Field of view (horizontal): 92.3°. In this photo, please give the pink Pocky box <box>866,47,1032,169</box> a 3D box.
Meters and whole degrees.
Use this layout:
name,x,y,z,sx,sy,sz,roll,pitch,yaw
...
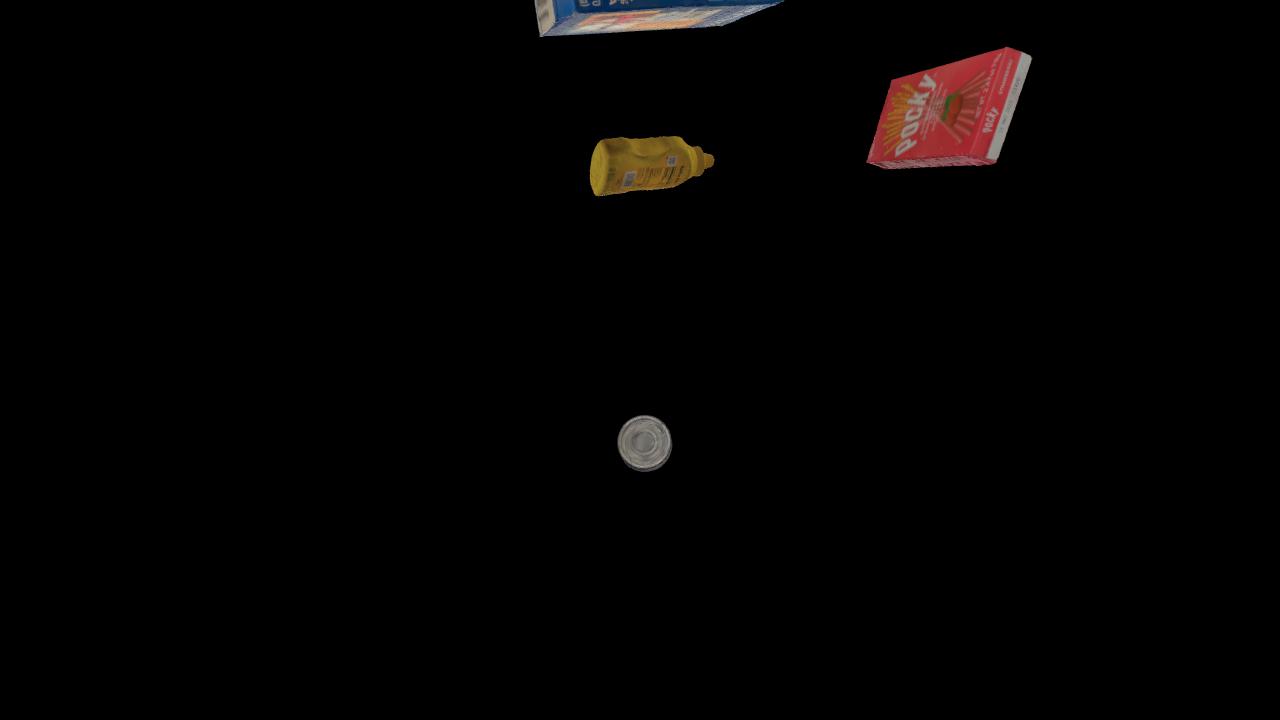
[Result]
name,x,y,z,sx,sy,sz,roll,pitch,yaw
pink Pocky box,0.268,-0.219,0.554,0.029,0.084,0.155,11,13,-15

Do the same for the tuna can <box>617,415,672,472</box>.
name,x,y,z,sx,sy,sz,roll,pitch,yaw
tuna can,0.007,0.127,0.938,0.084,0.084,0.034,0,-16,3

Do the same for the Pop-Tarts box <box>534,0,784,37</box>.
name,x,y,z,sx,sy,sz,roll,pitch,yaw
Pop-Tarts box,0.004,-0.291,0.359,0.141,0.167,0.083,-14,24,-20

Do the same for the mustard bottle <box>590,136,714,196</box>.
name,x,y,z,sx,sy,sz,roll,pitch,yaw
mustard bottle,0.024,-0.281,0.885,0.184,0.054,0.092,-11,-28,-21
